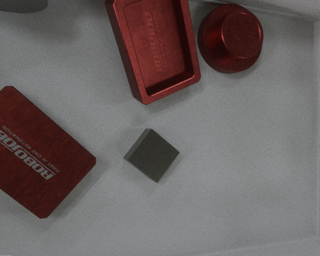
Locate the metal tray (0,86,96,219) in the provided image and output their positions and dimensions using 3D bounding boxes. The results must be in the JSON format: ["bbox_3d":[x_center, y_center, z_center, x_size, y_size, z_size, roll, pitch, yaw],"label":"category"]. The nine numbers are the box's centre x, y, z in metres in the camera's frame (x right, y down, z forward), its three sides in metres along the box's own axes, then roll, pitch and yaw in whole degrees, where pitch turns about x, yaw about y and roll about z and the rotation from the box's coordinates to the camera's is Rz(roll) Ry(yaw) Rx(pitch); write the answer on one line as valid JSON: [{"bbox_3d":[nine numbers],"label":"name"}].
[{"bbox_3d":[-0.151,0.028,0.352,0.130,0.030,0.090,44,76,-15],"label":"metal tray"}]

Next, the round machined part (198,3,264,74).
[{"bbox_3d":[0.107,-0.129,0.442,0.099,0.042,0.097,0,90,-21],"label":"round machined part"}]

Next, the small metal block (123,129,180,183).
[{"bbox_3d":[-0.011,0.036,0.407,0.050,0.025,0.050,41,77,-16],"label":"small metal block"}]

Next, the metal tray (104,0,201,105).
[{"bbox_3d":[-0.004,-0.104,0.380,0.091,0.030,0.129,-26,123,-18],"label":"metal tray"}]

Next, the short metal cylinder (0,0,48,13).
[{"bbox_3d":[-0.160,-0.159,0.322,0.081,0.080,0.050,0,90,-20],"label":"short metal cylinder"}]
